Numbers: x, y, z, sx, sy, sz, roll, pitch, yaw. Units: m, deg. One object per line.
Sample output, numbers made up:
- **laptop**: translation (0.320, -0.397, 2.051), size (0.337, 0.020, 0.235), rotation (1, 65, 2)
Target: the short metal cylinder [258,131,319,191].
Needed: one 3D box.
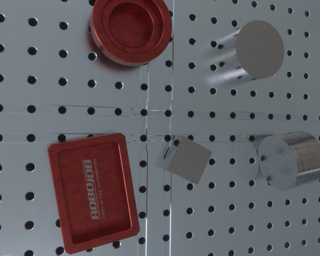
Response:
- **short metal cylinder**: translation (0.191, 0.047, 0.454), size (0.050, 0.080, 0.079), rotation (-9, 93, -20)

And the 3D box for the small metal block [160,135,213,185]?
- **small metal block**: translation (0.036, 0.043, 0.426), size (0.050, 0.025, 0.050), rotation (29, 81, -18)

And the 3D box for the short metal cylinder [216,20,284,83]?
- **short metal cylinder**: translation (0.130, -0.108, 0.447), size (0.081, 0.050, 0.079), rotation (0, 90, -20)

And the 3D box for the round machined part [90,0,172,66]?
- **round machined part**: translation (-0.038, -0.127, 0.390), size (0.099, 0.042, 0.097), rotation (0, 90, -20)

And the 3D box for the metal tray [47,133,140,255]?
- **metal tray**: translation (-0.081, 0.076, 0.380), size (0.091, 0.030, 0.129), rotation (-10, 94, -20)
